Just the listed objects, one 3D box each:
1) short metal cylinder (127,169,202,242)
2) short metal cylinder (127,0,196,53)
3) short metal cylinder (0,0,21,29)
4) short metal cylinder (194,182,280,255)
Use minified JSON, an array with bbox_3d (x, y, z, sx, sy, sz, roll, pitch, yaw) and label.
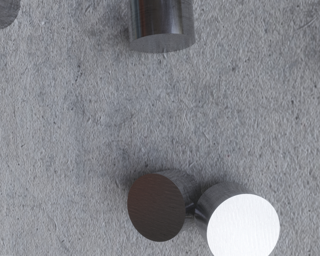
[{"bbox_3d":[0.007,0.094,0.386,0.080,0.050,0.080,-1,89,30],"label":"short metal cylinder"},{"bbox_3d":[0.001,-0.127,0.379,0.080,0.080,0.050,-5,89,20],"label":"short metal cylinder"},{"bbox_3d":[-0.273,-0.204,0.492,0.080,0.050,0.080,0,90,20],"label":"short metal cylinder"},{"bbox_3d":[0.084,0.106,0.349,0.081,0.050,0.079,-1,95,-9],"label":"short metal cylinder"}]
